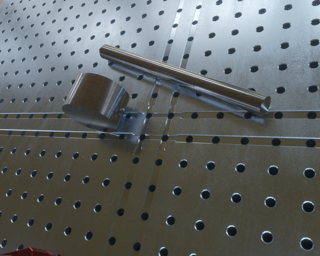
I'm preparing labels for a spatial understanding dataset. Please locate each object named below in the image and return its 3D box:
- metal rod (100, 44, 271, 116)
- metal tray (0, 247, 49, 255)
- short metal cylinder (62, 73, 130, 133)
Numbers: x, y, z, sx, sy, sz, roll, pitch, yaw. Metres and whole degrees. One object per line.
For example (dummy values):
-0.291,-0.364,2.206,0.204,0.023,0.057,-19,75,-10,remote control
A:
0.014,-0.079,0.447,0.300,0.025,0.025,26,76,36,metal rod
-0.203,0.207,0.381,0.130,0.030,0.090,-18,55,17,metal tray
-0.090,-0.034,0.439,0.080,0.080,0.050,6,65,30,short metal cylinder
